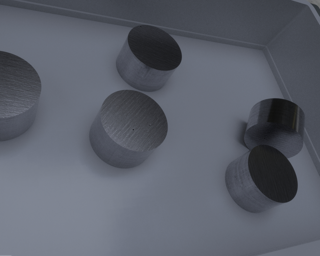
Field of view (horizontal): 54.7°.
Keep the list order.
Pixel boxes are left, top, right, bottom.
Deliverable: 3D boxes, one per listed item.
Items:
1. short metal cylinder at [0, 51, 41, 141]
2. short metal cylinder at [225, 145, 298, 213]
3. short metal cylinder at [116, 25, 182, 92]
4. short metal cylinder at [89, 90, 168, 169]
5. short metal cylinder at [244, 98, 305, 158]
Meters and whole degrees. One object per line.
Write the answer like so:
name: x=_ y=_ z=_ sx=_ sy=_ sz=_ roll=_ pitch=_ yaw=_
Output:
short metal cylinder: x=-0.168 y=-0.033 z=0.319 sx=0.081 sy=0.050 sz=0.080 roll=14 pitch=56 yaw=-21
short metal cylinder: x=0.137 y=0.069 z=0.421 sx=0.081 sy=0.050 sz=0.080 roll=14 pitch=56 yaw=-21
short metal cylinder: x=-0.016 y=-0.099 z=0.441 sx=0.081 sy=0.050 sz=0.080 roll=14 pitch=56 yaw=-21
short metal cylinder: x=-0.038 y=0.002 z=0.368 sx=0.081 sy=0.050 sz=0.080 roll=14 pitch=56 yaw=-21
short metal cylinder: x=0.170 y=0.002 z=0.460 sx=0.080 sy=0.080 sz=0.050 roll=32 pitch=52 yaw=-8
